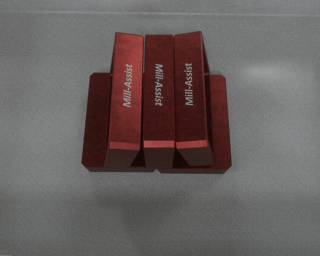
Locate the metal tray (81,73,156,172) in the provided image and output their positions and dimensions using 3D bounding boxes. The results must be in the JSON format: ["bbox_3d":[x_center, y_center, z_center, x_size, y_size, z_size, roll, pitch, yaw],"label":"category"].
[{"bbox_3d":[-0.049,-0.009,0.407,0.091,0.030,0.130,1,70,0],"label":"metal tray"}]

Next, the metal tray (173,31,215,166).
[{"bbox_3d":[0.040,-0.029,0.350,0.030,0.090,0.130,-5,70,14],"label":"metal tray"}]

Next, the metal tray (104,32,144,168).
[{"bbox_3d":[-0.042,-0.028,0.348,0.030,0.090,0.130,5,70,-12],"label":"metal tray"}]

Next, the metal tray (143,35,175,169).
[{"bbox_3d":[-0.001,-0.027,0.350,0.030,0.090,0.130,0,68,0],"label":"metal tray"}]

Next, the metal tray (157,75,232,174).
[{"bbox_3d":[0.042,-0.007,0.408,0.091,0.030,0.130,1,70,0],"label":"metal tray"}]
